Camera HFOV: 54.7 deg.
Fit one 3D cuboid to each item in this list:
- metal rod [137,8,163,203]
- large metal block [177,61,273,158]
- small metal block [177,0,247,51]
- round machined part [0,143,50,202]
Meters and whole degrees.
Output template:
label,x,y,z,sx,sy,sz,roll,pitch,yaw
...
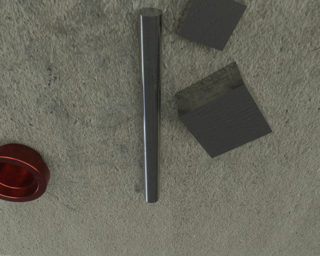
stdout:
label,x,y,z,sx,sy,sz,roll,pitch,yaw
metal rod,-0.011,-0.002,0.405,0.025,0.025,0.298,0,130,-1
large metal block,0.077,-0.020,0.375,0.080,0.050,0.080,-27,125,21
small metal block,0.050,-0.112,0.312,0.050,0.025,0.050,16,128,-14
round machined part,-0.208,0.060,0.445,0.099,0.042,0.097,0,130,0
